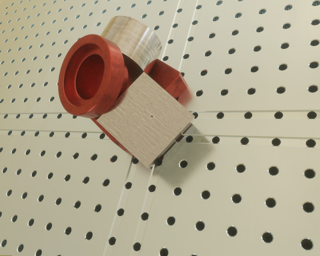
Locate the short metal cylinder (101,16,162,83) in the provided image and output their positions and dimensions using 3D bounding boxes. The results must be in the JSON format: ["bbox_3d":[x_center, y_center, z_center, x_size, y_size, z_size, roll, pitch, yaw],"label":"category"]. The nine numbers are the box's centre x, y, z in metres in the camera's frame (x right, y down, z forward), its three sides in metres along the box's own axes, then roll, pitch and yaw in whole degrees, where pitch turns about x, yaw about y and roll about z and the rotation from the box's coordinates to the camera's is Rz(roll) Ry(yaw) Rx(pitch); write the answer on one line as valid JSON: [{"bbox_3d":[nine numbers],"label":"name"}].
[{"bbox_3d":[-0.044,-0.104,0.419,0.080,0.080,0.050,14,69,33],"label":"short metal cylinder"}]

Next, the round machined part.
[{"bbox_3d":[-0.077,-0.060,0.377,0.098,0.042,0.097,-8,77,38],"label":"round machined part"}]

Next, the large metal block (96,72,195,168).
[{"bbox_3d":[-0.016,-0.007,0.380,0.080,0.050,0.080,42,85,8],"label":"large metal block"}]

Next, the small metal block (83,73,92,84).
[{"bbox_3d":[-0.098,-0.050,0.432,0.025,0.050,0.050,21,73,35],"label":"small metal block"}]

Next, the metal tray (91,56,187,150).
[{"bbox_3d":[-0.036,-0.042,0.449,0.130,0.030,0.090,-47,52,-5],"label":"metal tray"}]
